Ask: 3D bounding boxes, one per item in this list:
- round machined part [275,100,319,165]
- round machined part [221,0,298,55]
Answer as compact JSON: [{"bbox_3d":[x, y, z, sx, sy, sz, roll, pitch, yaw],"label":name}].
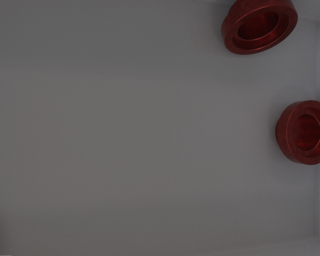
[{"bbox_3d":[0.221,0.007,0.483,0.099,0.042,0.097,0,90,-20],"label":"round machined part"},{"bbox_3d":[0.132,-0.148,0.426,0.099,0.098,0.042,-2,66,-20],"label":"round machined part"}]
